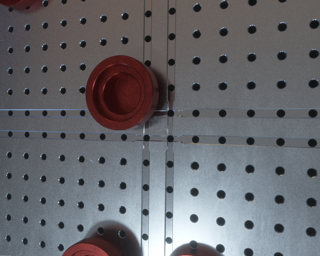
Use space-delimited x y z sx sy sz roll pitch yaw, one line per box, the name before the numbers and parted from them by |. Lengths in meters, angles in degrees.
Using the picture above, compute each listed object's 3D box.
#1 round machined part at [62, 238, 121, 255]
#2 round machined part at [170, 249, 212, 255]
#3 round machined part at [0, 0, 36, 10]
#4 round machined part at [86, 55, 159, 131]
round machined part | -0.090 0.203 0.436 0.098 0.042 0.097 0 90 20
round machined part | 0.039 0.208 0.390 0.098 0.042 0.097 0 90 20
round machined part | -0.234 -0.242 0.487 0.098 0.042 0.097 0 90 20
round machined part | -0.047 -0.046 0.421 0.098 0.042 0.097 0 90 20
